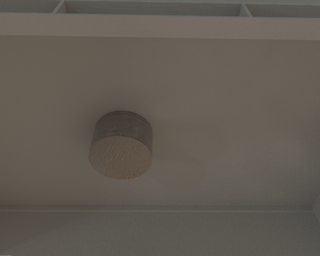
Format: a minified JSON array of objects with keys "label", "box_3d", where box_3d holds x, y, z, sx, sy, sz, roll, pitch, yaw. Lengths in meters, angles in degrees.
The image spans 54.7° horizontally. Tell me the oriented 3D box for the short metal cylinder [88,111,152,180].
[{"label":"short metal cylinder","box_3d":[-0.050,0.024,0.412,0.081,0.050,0.079,0,130,0]}]
